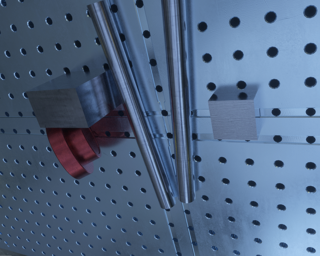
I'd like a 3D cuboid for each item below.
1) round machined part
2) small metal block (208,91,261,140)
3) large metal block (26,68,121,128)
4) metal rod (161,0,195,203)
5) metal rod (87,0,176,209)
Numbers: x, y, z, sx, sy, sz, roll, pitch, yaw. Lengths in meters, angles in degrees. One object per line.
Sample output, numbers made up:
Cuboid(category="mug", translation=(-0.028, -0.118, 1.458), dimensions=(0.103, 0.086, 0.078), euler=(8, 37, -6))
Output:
Cuboid(category="round machined part", translation=(-0.120, 0.022, 0.452), dimensions=(0.042, 0.098, 0.098), euler=(-27, 107, -1))
Cuboid(category="small metal block", translation=(0.087, -0.014, 0.356), dimensions=(0.050, 0.025, 0.050), euler=(0, 119, 27))
Cuboid(category="large metal block", translation=(-0.108, -0.040, 0.405), dimensions=(0.080, 0.080, 0.050), euler=(0, 117, 28))
Cuboid(category="metal rod", translation=(0.025, -0.028, 0.379), dimensions=(0.025, 0.025, 0.298), euler=(8, 122, 24))
Cuboid(category="metal rod", translation=(-0.030, -0.015, 0.416), dimensions=(0.025, 0.025, 0.298), euler=(-4, 117, 30))
